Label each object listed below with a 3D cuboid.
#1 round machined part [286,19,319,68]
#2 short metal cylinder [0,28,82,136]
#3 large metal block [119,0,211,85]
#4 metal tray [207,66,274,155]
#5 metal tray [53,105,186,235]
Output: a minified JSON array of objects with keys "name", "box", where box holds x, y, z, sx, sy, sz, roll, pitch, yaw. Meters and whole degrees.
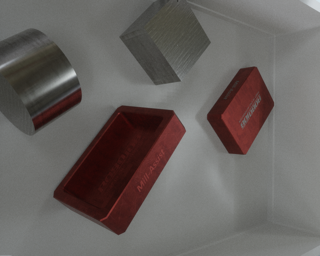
[{"name":"round machined part","box":[0.303,-0.175,0.656,0.099,0.042,0.097,0,90,-40]},{"name":"short metal cylinder","box":[-0.116,-0.040,0.274,0.050,0.080,0.080,-42,116,-32]},{"name":"large metal block","box":[0.009,-0.114,0.400,0.080,0.050,0.080,51,60,-28]},{"name":"metal tray","box":[0.141,-0.030,0.524,0.130,0.030,0.090,-52,121,-28]},{"name":"metal tray","box":[-0.042,0.035,0.328,0.130,0.090,0.030,-57,132,-25]}]
